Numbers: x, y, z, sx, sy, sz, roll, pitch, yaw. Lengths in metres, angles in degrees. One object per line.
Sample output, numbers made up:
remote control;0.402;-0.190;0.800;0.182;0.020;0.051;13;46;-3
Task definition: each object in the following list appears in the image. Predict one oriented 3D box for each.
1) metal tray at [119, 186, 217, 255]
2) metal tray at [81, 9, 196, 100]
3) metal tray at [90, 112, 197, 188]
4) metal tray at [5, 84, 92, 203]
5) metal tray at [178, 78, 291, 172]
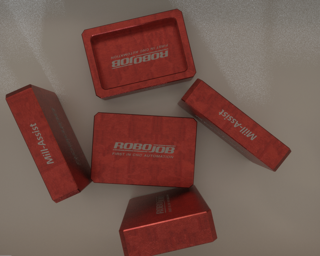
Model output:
metal tray;0.007;0.101;0.356;0.091;0.130;0.030;-12;91;-1
metal tray;-0.027;-0.095;0.407;0.131;0.030;0.089;-13;90;-1
metal tray;-0.020;0.028;0.406;0.131;0.030;0.089;3;90;-1
metal tray;-0.127;0.017;0.375;0.030;0.090;0.129;-25;91;-1
metal tray;0.084;-0.004;0.377;0.130;0.090;0.030;38;91;-1
